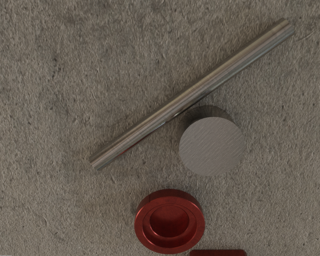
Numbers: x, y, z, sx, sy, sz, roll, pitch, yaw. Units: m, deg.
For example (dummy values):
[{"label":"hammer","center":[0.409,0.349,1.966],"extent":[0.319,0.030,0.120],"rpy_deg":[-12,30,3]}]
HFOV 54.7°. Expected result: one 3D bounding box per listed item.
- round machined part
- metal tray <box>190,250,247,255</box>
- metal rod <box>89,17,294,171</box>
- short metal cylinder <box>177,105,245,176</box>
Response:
[{"label":"round machined part","center":[0.013,0.130,0.449],"extent":[0.099,0.042,0.097],"rpy_deg":[0,110,-1]},{"label":"metal tray","center":[0.093,0.260,0.504],"extent":[0.091,0.030,0.129],"rpy_deg":[0,110,-1]},{"label":"metal rod","center":[0.031,-0.036,0.396],"extent":[0.300,0.025,0.025],"rpy_deg":[-35,107,11]},{"label":"short metal cylinder","center":[0.063,0.015,0.403],"extent":[0.081,0.050,0.079],"rpy_deg":[0,110,-1]}]
